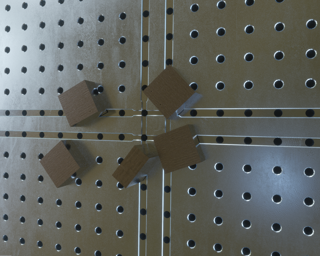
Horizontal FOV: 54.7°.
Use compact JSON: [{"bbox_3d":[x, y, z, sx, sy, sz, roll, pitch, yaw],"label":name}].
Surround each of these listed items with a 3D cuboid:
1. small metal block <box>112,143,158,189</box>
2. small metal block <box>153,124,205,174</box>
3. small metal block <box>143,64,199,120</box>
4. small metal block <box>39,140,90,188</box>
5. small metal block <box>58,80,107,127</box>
[{"bbox_3d":[-0.029,0.048,0.408,0.025,0.050,0.050,41,103,15],"label":"small metal block"},{"bbox_3d":[0.025,0.027,0.403,0.050,0.025,0.050,-21,83,18],"label":"small metal block"},{"bbox_3d":[0.015,-0.046,0.407,0.050,0.025,0.050,-44,77,14],"label":"small metal block"},{"bbox_3d":[-0.142,0.053,0.461,0.050,0.025,0.050,-41,78,15],"label":"small metal block"},{"bbox_3d":[-0.113,-0.035,0.451,0.050,0.025,0.050,-27,82,17],"label":"small metal block"}]
